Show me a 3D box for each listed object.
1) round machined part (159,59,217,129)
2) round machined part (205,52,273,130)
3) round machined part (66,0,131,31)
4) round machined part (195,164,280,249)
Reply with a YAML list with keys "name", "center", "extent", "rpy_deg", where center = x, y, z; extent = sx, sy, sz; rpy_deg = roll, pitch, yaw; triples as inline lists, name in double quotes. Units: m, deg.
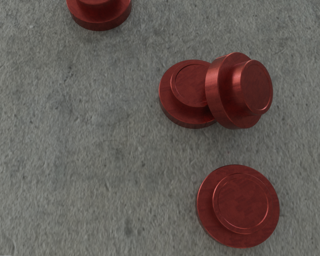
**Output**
- name: "round machined part"
  center: [0.048, -0.051, 0.418]
  extent: [0.099, 0.042, 0.098]
  rpy_deg: [0, 70, -1]
- name: "round machined part"
  center: [0.105, -0.048, 0.390]
  extent: [0.099, 0.042, 0.097]
  rpy_deg: [5, 82, -39]
- name: "round machined part"
  center: [-0.094, -0.201, 0.471]
  extent: [0.099, 0.042, 0.098]
  rpy_deg: [0, 70, -1]
- name: "round machined part"
  center: [0.093, 0.091, 0.367]
  extent: [0.099, 0.042, 0.098]
  rpy_deg: [0, 70, -1]
